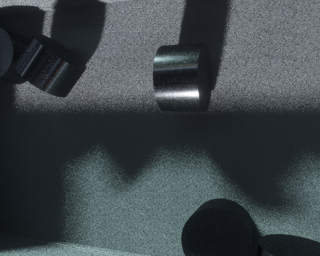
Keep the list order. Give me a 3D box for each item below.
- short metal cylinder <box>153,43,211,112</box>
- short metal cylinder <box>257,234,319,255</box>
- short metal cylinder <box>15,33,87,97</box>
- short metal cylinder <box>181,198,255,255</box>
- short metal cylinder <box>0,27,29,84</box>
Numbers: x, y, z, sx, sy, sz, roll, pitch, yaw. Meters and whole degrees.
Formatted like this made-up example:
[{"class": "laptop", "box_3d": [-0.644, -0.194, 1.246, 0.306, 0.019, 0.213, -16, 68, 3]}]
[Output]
[{"class": "short metal cylinder", "box_3d": [0.030, -0.059, 0.371, 0.050, 0.080, 0.080, 1, 91, 20]}, {"class": "short metal cylinder", "box_3d": [0.145, 0.153, 0.330, 0.080, 0.080, 0.050, 4, 92, 20]}, {"class": "short metal cylinder", "box_3d": [-0.152, -0.087, 0.435, 0.080, 0.080, 0.050, 42, 103, 15]}, {"class": "short metal cylinder", "box_3d": [0.071, 0.130, 0.372, 0.080, 0.050, 0.080, 0, 90, 20]}, {"class": "short metal cylinder", "box_3d": [-0.240, -0.111, 0.482, 0.080, 0.050, 0.080, 0, 90, 20]}]
